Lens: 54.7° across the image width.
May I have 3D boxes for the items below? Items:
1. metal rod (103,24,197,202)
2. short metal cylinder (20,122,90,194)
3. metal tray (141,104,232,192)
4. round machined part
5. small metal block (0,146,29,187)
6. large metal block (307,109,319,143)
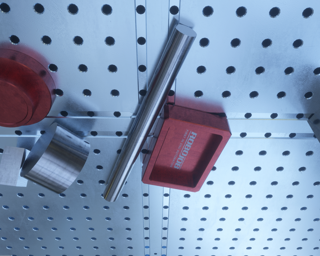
[{"bbox_3d":[-0.027,0.004,0.414,0.025,0.025,0.298,16,128,-14],"label":"metal rod"},{"bbox_3d":[-0.137,0.039,0.408,0.050,0.080,0.080,36,121,-27],"label":"short metal cylinder"},{"bbox_3d":[0.032,0.034,0.437,0.091,0.030,0.129,12,129,-10],"label":"metal tray"},{"bbox_3d":[-0.179,-0.039,0.366,0.099,0.042,0.097,0,130,0],"label":"round machined part"},{"bbox_3d":[-0.198,0.054,0.426,0.025,0.050,0.050,9,167,-7],"label":"small metal block"},{"bbox_3d":[0.248,0.011,0.387,0.081,0.080,0.050,17,128,-14],"label":"large metal block"}]
